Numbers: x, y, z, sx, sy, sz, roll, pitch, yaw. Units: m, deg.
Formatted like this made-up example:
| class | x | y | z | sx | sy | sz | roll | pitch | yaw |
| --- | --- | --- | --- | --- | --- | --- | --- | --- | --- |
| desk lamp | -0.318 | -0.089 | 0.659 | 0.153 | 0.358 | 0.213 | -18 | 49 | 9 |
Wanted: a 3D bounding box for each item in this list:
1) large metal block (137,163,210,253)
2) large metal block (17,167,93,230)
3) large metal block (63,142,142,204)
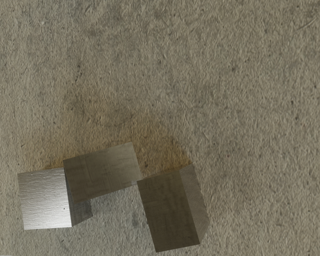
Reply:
| class | x | y | z | sx | sy | sz | roll | pitch | yaw |
| --- | --- | --- | --- | --- | --- | --- | --- | --- | --- |
| large metal block | 0.019 | 0.091 | 0.371 | 0.050 | 0.080 | 0.080 | -17 | 84 | 16 |
| large metal block | -0.152 | 0.098 | 0.449 | 0.080 | 0.050 | 0.080 | -10 | 87 | 19 |
| large metal block | -0.074 | 0.057 | 0.389 | 0.081 | 0.080 | 0.050 | -15 | 84 | -19 |
